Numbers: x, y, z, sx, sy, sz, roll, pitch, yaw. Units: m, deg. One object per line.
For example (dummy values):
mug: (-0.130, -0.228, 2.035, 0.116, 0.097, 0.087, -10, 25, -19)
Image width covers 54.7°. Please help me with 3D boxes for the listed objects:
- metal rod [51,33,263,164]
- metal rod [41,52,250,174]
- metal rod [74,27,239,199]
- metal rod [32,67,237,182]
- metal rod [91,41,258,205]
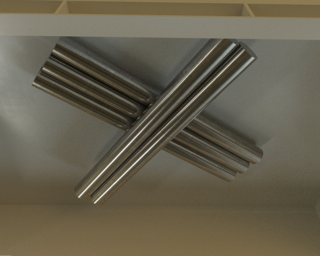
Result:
metal rod: (0.014, -0.025, 0.386, 0.301, 0.025, 0.025, 28, 125, -22)
metal rod: (-0.002, -0.009, 0.399, 0.301, 0.025, 0.025, 28, 125, -22)
metal rod: (-0.023, 0.002, 0.376, 0.025, 0.025, 0.299, 30, 124, -23)
metal rod: (-0.017, 0.005, 0.411, 0.301, 0.025, 0.025, 28, 125, -22)
metal rod: (-0.002, 0.013, 0.385, 0.025, 0.025, 0.299, 30, 124, -23)
